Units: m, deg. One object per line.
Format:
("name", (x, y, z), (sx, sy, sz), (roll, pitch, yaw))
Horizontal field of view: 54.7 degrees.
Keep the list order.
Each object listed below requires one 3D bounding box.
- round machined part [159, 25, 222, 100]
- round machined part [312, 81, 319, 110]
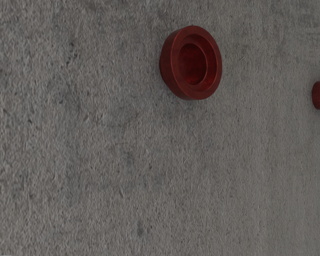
("round machined part", (0.038, -0.086, 0.425), (0.099, 0.042, 0.097), (0, 90, -40))
("round machined part", (0.389, -0.077, 0.719), (0.099, 0.042, 0.097), (0, 90, -40))
